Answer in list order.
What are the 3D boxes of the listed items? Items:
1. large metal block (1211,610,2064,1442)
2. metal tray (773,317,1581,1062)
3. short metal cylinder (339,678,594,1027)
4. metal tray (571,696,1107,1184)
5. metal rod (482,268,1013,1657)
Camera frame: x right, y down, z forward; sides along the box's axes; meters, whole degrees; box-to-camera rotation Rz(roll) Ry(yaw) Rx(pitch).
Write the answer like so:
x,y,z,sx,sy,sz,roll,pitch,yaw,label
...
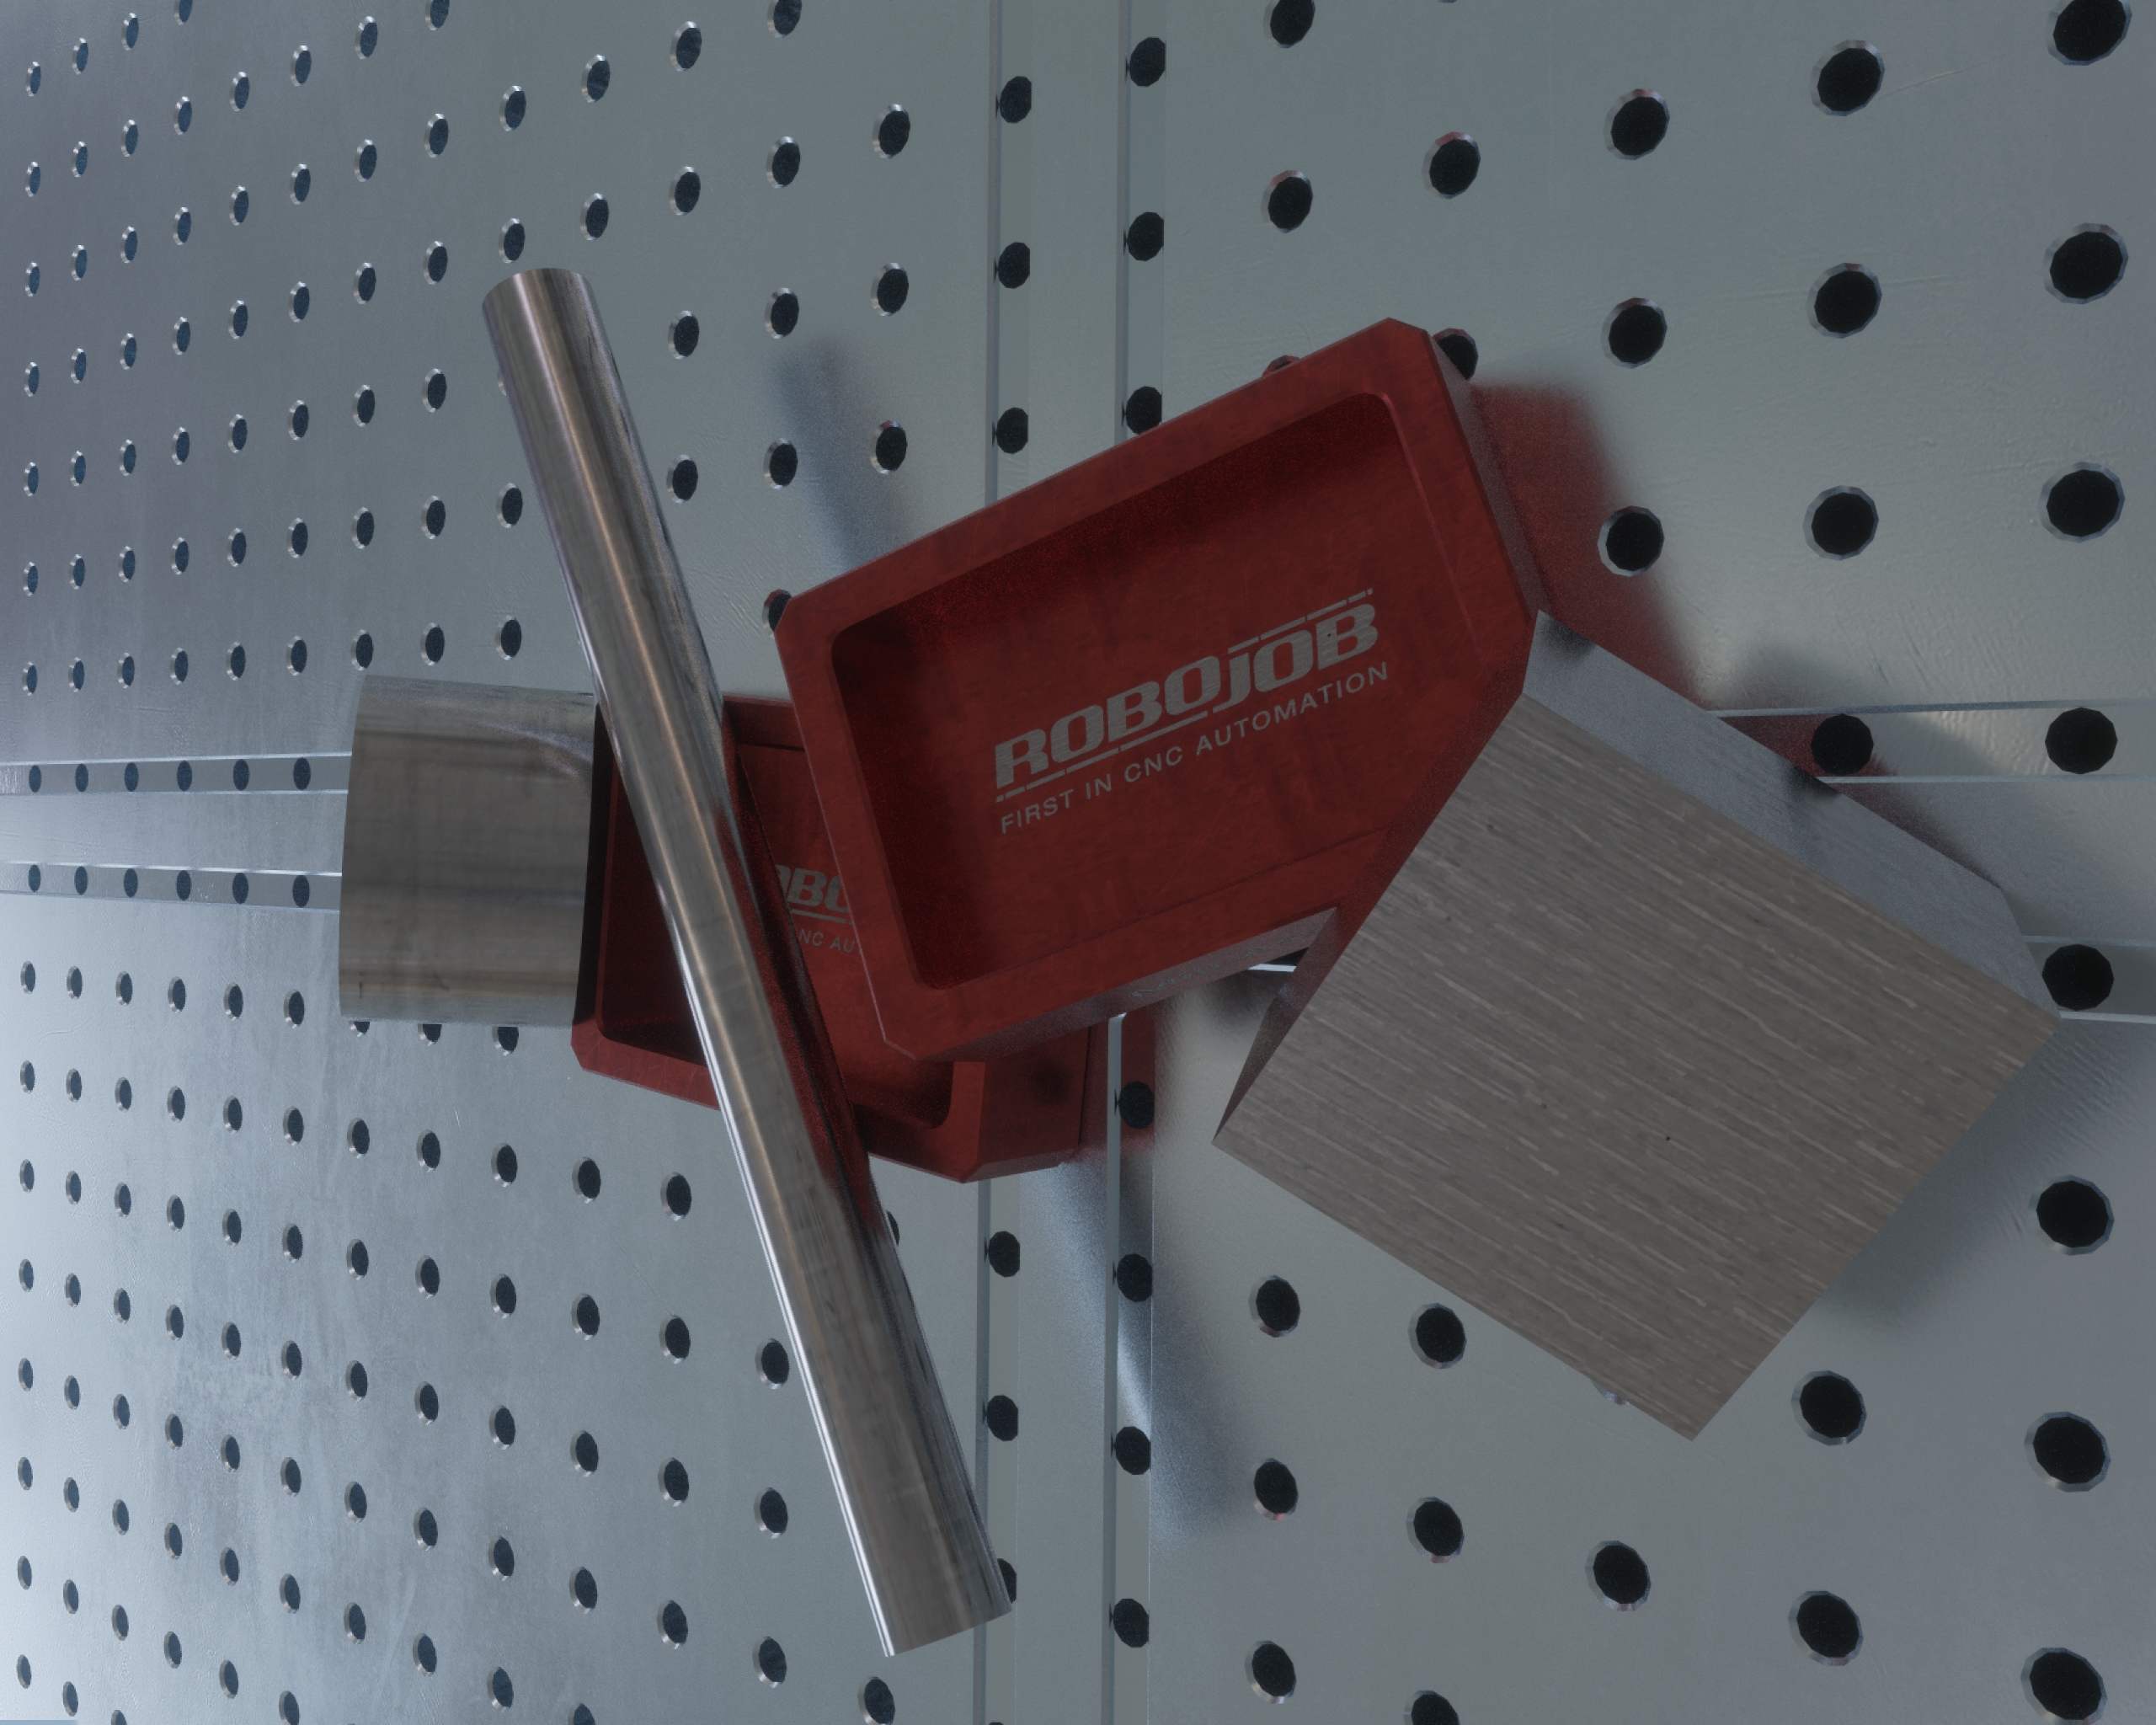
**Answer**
x,y,z,sx,sy,sz,roll,pitch,yaw,label
0.078,0.022,0.305,0.080,0.050,0.080,32,114,2,large metal block
0.017,-0.026,0.367,0.130,0.030,0.090,-22,76,20,metal tray
-0.142,-0.002,0.487,0.080,0.050,0.080,-176,89,-75,short metal cylinder
-0.055,0.011,0.451,0.130,0.030,0.089,9,96,39,metal tray
-0.073,0.009,0.430,0.025,0.025,0.299,-31,71,35,metal rod
